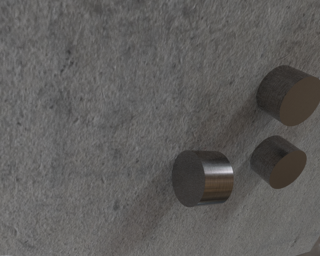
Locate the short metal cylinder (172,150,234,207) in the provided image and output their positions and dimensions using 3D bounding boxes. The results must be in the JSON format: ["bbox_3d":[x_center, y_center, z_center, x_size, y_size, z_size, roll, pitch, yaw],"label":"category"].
[{"bbox_3d":[0.060,0.073,0.451,0.050,0.080,0.079,4,117,-31],"label":"short metal cylinder"}]

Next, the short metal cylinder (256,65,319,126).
[{"bbox_3d":[0.196,-0.049,0.470,0.081,0.050,0.079,-14,125,-21],"label":"short metal cylinder"}]

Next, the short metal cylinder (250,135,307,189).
[{"bbox_3d":[0.207,0.060,0.544,0.081,0.050,0.079,-14,125,-21],"label":"short metal cylinder"}]
